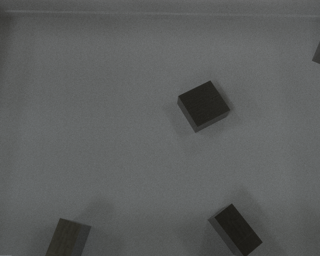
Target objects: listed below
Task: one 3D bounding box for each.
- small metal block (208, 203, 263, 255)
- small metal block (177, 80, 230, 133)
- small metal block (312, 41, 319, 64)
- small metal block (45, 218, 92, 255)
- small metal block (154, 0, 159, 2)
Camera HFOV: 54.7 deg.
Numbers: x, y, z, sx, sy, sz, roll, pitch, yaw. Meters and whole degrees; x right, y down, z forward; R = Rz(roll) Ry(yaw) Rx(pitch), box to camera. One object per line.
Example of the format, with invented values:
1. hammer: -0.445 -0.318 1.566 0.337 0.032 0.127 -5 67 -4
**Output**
1. small metal block: 0.084 0.117 0.355 0.025 0.050 0.050 -34 74 -12
2. small metal block: 0.058 -0.029 0.421 0.050 0.025 0.050 -27 73 -10
3. small metal block: 0.250 -0.124 0.445 0.025 0.050 0.050 26 72 9
4. small metal block: -0.103 0.131 0.347 0.025 0.050 0.050 16 71 5
5. small metal block: -0.008 -0.240 0.499 0.050 0.025 0.050 40 74 13
